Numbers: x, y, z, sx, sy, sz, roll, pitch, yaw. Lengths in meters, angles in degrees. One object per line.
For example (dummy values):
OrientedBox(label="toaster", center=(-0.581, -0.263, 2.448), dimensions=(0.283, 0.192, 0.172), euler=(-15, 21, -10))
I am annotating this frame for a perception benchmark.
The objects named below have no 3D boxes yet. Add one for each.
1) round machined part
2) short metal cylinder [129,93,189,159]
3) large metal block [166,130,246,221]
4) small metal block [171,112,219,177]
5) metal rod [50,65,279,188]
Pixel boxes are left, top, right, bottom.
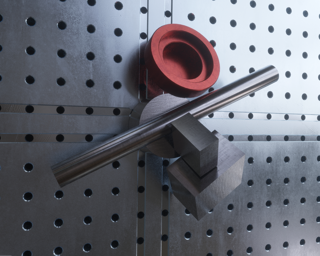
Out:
OrientedBox(label="round machined part", center=(0.025, -0.082, 0.401), dimensions=(0.099, 0.042, 0.098), euler=(11, 63, -22))
OrientedBox(label="short metal cylinder", center=(0.005, -0.003, 0.401), dimensions=(0.081, 0.050, 0.079), euler=(0, 90, -21))
OrientedBox(label="large metal block", center=(0.060, 0.062, 0.398), dimensions=(0.080, 0.050, 0.080), euler=(-37, 147, -16))
OrientedBox(label="small metal block", center=(0.039, 0.019, 0.350), dimensions=(0.025, 0.050, 0.050), euler=(-31, 143, -18))
OrientedBox(label="metal rod", center=(0.021, -0.011, 0.368), dimensions=(0.302, 0.025, 0.025), euler=(-26, 99, -19))
